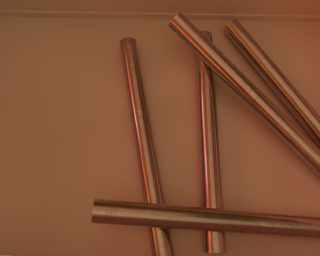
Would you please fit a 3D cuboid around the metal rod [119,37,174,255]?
[{"bbox_3d":[-0.021,0.013,0.404,0.025,0.025,0.299,-9,70,-4],"label":"metal rod"}]

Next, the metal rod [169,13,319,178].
[{"bbox_3d":[0.123,-0.041,0.408,0.025,0.025,0.300,-41,82,-14],"label":"metal rod"}]

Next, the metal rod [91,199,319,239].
[{"bbox_3d":[0.078,0.104,0.347,0.302,0.025,0.025,7,70,-8],"label":"metal rod"}]

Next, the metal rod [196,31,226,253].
[{"bbox_3d":[0.064,0.003,0.409,0.025,0.025,0.299,0,70,0],"label":"metal rod"}]

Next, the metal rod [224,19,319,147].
[{"bbox_3d":[0.186,-0.035,0.424,0.025,0.025,0.299,-30,73,-11],"label":"metal rod"}]
